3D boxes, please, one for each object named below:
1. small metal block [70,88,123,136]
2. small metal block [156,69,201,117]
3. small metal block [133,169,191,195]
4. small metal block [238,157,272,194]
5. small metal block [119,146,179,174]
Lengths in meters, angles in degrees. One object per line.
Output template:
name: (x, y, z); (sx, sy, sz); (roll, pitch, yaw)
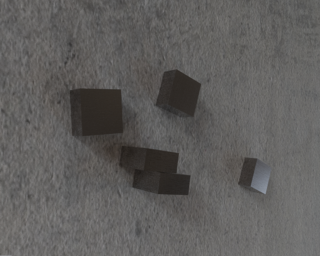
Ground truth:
small metal block: (-0.071, -0.018, 0.347); (0.050, 0.025, 0.050); (-4, 93, -40)
small metal block: (0.026, -0.047, 0.429); (0.050, 0.025, 0.050); (23, 76, -38)
small metal block: (0.002, 0.068, 0.392); (0.050, 0.050, 0.025); (13, 82, -40)
small metal block: (0.169, 0.085, 0.550); (0.050, 0.025, 0.050); (30, 71, -36)
small metal block: (-0.014, 0.039, 0.379); (0.050, 0.050, 0.025); (12, 82, -40)
